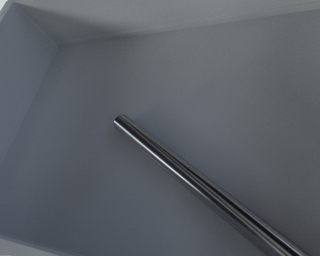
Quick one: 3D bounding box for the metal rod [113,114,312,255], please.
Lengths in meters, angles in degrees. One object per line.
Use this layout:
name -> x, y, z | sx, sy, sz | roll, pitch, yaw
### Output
metal rod -> 0.040, 0.060, 0.348 | 0.025, 0.025, 0.300 | -49, 51, -6
